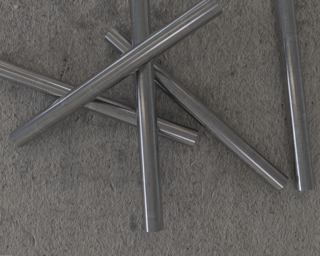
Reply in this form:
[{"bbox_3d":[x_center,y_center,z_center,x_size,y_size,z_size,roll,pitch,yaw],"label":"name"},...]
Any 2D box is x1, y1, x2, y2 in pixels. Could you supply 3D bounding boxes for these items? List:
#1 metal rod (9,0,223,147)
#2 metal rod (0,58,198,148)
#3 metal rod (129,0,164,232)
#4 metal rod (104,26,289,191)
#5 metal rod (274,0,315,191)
[{"bbox_3d":[-0.064,-0.059,0.370,0.300,0.025,0.025,-31,90,15],"label":"metal rod"},{"bbox_3d":[-0.095,-0.037,0.409,0.301,0.025,0.025,20,90,0],"label":"metal rod"},{"bbox_3d":[-0.017,-0.024,0.383,0.025,0.025,0.298,-4,90,0],"label":"metal rod"},{"bbox_3d":[0.048,-0.025,0.410,0.300,0.025,0.025,41,90,0],"label":"metal rod"},{"bbox_3d":[0.176,-0.068,0.411,0.025,0.025,0.298,-6,90,0],"label":"metal rod"}]
